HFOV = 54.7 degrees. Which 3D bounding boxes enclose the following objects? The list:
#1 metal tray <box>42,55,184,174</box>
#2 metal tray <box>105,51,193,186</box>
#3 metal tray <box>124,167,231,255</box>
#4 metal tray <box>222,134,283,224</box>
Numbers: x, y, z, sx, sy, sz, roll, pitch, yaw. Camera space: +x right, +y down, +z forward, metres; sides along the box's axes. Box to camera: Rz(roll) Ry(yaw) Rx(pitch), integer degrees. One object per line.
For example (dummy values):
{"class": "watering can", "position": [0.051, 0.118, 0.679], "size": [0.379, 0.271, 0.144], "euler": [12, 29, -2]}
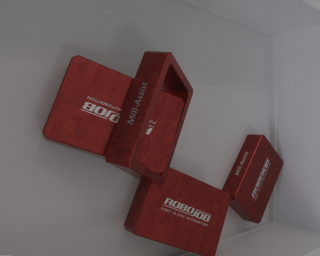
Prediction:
{"class": "metal tray", "position": [-0.047, -0.011, 0.336], "size": [0.131, 0.030, 0.090], "euler": [21, 76, -18]}
{"class": "metal tray", "position": [-0.006, -0.009, 0.350], "size": [0.090, 0.030, 0.130], "euler": [45, 60, -58]}
{"class": "metal tray", "position": [0.028, 0.110, 0.412], "size": [0.131, 0.030, 0.090], "euler": [27, 73, -26]}
{"class": "metal tray", "position": [0.164, 0.087, 0.541], "size": [0.090, 0.030, 0.130], "euler": [46, 62, -30]}
